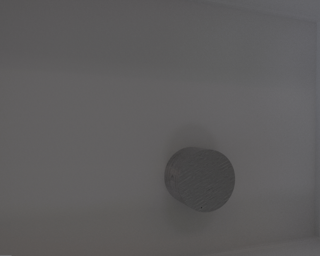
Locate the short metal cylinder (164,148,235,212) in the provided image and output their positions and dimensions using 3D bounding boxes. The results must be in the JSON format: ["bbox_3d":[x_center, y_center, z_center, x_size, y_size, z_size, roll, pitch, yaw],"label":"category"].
[{"bbox_3d":[0.052,0.067,0.416,0.081,0.050,0.080,0,90,-20],"label":"short metal cylinder"}]
